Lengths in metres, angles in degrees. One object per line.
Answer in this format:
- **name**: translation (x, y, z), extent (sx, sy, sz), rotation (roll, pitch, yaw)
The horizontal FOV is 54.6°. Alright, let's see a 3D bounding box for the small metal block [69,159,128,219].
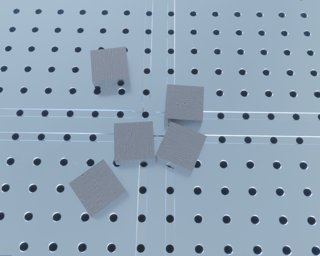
- **small metal block**: translation (-0.075, 0.076, 0.384), extent (0.050, 0.025, 0.050), rotation (-35, 74, -12)

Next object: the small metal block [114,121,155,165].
- **small metal block**: translation (-0.033, 0.020, 0.404), extent (0.050, 0.025, 0.050), rotation (-3, 70, -1)

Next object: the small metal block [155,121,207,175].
- **small metal block**: translation (0.027, 0.026, 0.402), extent (0.050, 0.025, 0.050), rotation (23, 72, 8)

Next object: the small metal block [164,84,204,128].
- **small metal block**: translation (0.033, -0.030, 0.423), extent (0.050, 0.025, 0.050), rotation (4, 70, 1)

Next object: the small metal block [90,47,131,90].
- **small metal block**: translation (-0.071, -0.085, 0.443), extent (0.050, 0.025, 0.050), rotation (-7, 70, -3)
